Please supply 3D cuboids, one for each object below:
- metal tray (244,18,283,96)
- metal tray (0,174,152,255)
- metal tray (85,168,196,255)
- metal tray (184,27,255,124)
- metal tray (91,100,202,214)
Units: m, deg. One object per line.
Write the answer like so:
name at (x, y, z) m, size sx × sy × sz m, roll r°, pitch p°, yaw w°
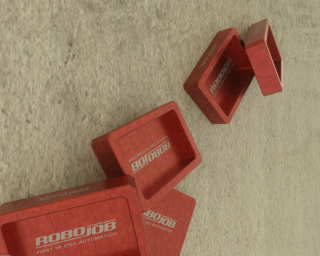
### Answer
metal tray at (0.178, -0.122, 0.519) m, size 0.090 × 0.030 × 0.130 m, roll 61°, pitch 32°, yaw -21°
metal tray at (-0.079, 0.104, 0.291) m, size 0.131 × 0.030 × 0.089 m, roll -13°, pitch 100°, yaw -4°
metal tray at (-0.017, 0.111, 0.389) m, size 0.130 × 0.030 × 0.090 m, roll 32°, pitch 70°, yaw -36°
metal tray at (0.100, -0.081, 0.487) m, size 0.090 × 0.030 × 0.130 m, roll 48°, pitch 62°, yaw -30°
metal tray at (-0.008, 0.029, 0.366) m, size 0.131 × 0.030 × 0.090 m, roll -31°, pitch 98°, yaw -49°
